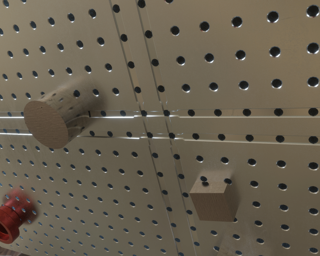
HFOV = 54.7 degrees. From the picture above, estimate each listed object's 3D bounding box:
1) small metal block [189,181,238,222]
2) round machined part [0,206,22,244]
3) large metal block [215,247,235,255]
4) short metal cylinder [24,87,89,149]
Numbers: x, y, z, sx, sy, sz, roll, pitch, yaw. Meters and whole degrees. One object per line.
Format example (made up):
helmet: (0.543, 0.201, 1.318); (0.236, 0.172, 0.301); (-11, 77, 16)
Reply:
small metal block: (0.076, 0.103, 0.435); (0.050, 0.025, 0.050); (-8, 115, 31)
round machined part: (-0.371, 0.224, 0.735); (0.098, 0.042, 0.097); (13, 124, 21)
large metal block: (0.111, 0.250, 0.491); (0.080, 0.050, 0.079); (27, 128, 11)
short metal cylinder: (-0.155, -0.015, 0.468); (0.080, 0.050, 0.079); (13, 124, 21)
